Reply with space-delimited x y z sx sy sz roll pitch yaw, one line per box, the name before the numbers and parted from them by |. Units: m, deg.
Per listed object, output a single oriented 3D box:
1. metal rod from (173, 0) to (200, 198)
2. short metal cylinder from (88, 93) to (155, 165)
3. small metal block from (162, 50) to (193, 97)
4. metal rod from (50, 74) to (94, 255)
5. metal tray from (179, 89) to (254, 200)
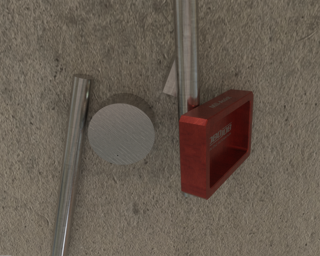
metal rod | 0.030 -0.059 0.334 0.025 0.025 0.298 -3 111 1
short metal cylinder | -0.046 0.000 0.396 0.081 0.050 0.079 0 110 0
small metal block | 0.023 -0.068 0.372 0.025 0.050 0.050 19 109 -7
metal rod | -0.127 0.072 0.435 0.025 0.025 0.298 12 110 -5
metal tray | 0.070 0.013 0.362 0.030 0.131 0.089 11 115 34
